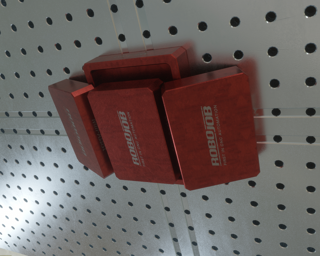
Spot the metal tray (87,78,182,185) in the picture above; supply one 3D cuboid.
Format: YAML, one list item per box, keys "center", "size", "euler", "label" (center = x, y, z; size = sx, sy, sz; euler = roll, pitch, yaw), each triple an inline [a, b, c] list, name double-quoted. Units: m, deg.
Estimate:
- center: [-0.028, 0.007, 0.386]
  size: [0.090, 0.030, 0.129]
  euler: [0, 118, 28]
  label: "metal tray"

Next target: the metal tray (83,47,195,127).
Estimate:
- center: [-0.025, -0.048, 0.390]
  size: [0.130, 0.030, 0.089]
  euler: [0, 119, 27]
  label: "metal tray"

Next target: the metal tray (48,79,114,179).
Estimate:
- center: [-0.106, 0.000, 0.438]
  size: [0.090, 0.030, 0.129]
  euler: [19, 131, 49]
  label: "metal tray"

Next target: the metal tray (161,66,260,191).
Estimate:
- center: [0.059, 0.004, 0.354]
  size: [0.090, 0.030, 0.129]
  euler: [-13, 115, 3]
  label: "metal tray"

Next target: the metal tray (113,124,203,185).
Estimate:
- center: [-0.004, 0.031, 0.429]
  size: [0.130, 0.030, 0.089]
  euler: [0, 119, 27]
  label: "metal tray"
